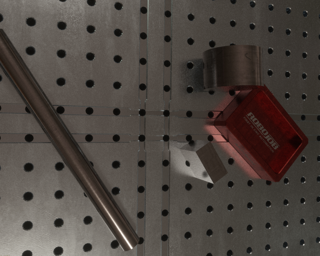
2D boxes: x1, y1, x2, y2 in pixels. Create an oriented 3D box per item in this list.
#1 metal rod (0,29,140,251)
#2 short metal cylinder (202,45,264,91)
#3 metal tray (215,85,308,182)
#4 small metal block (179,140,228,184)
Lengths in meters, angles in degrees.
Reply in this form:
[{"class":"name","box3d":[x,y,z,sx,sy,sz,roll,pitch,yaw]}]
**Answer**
[{"class":"metal rod","box3d":[-0.111,0.023,0.371,0.025,0.025,0.299,-34,101,-17]},{"class":"short metal cylinder","box3d":[0.099,-0.078,0.421,0.081,0.080,0.050,-2,91,-20]},{"class":"metal tray","box3d":[0.156,0.007,0.469,0.130,0.030,0.090,46,75,-15]},{"class":"small metal block","box3d":[0.059,0.044,0.422,0.025,0.050,0.050,-34,101,-17]}]
